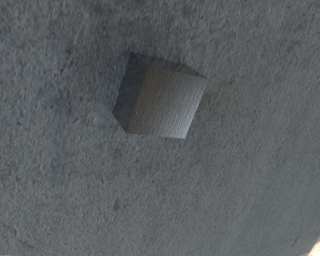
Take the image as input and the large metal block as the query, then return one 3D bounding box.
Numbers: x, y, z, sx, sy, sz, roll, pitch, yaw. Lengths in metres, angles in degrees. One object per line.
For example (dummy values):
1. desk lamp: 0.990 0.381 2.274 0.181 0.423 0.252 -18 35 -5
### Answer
1. large metal block: -0.001 -0.037 0.369 0.081 0.050 0.079 6 115 -32
